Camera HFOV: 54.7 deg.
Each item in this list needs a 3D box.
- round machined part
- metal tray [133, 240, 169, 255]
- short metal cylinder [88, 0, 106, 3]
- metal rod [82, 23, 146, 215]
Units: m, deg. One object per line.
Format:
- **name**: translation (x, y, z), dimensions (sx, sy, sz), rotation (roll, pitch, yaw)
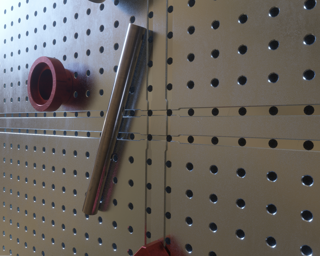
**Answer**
- **round machined part**: translation (-0.195, -0.077, 0.560), dimensions (0.098, 0.042, 0.097), rotation (0, 90, 40)
- **metal tray**: translation (0.000, 0.229, 0.405), dimensions (0.130, 0.030, 0.090), rotation (52, 120, 27)
- **short metal cylinder**: translation (-0.095, -0.233, 0.452), dimensions (0.050, 0.081, 0.080), rotation (-28, 73, 36)
- **metal rod**: translation (-0.073, -0.004, 0.469), dimensions (0.025, 0.025, 0.298), rotation (27, 107, 37)
